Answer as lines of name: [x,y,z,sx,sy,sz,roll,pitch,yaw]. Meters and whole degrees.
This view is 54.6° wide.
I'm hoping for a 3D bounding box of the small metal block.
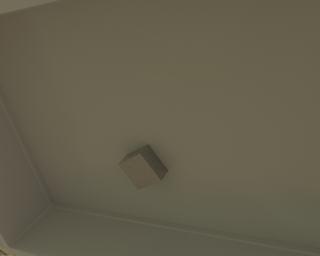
small metal block: [-0.025,0.058,0.459,0.050,0.025,0.050,-28,103,37]
